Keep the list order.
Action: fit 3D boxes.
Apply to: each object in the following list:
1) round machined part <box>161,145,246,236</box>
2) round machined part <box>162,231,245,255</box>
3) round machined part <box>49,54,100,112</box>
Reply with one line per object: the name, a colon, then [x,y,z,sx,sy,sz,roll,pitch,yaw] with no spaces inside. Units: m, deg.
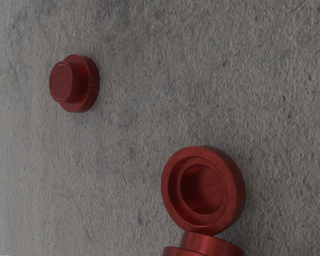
round machined part: [0.052,0.068,0.351,0.098,0.042,0.097,0,90,40]
round machined part: [0.051,0.142,0.327,0.098,0.098,0.042,-4,54,40]
round machined part: [-0.148,-0.075,0.517,0.098,0.042,0.097,0,90,40]
